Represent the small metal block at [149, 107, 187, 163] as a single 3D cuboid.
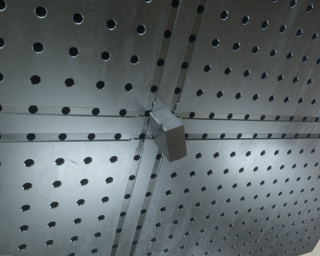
[{"bbox_3d":[0.010,0.008,0.405,0.025,0.050,0.050,-21,127,-16],"label":"small metal block"}]
